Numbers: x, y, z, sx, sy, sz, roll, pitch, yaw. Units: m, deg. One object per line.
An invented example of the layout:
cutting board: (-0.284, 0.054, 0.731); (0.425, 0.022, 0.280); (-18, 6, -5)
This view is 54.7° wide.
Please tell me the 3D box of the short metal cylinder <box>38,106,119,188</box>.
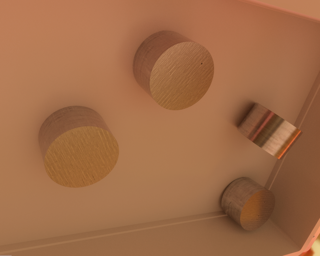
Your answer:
short metal cylinder: (-0.094, 0.021, 0.355); (0.081, 0.050, 0.079); (-14, 125, -21)

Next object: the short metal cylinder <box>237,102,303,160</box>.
short metal cylinder: (0.165, 0.004, 0.468); (0.080, 0.080, 0.050); (25, 105, -37)

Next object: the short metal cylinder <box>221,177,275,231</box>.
short metal cylinder: (0.159, 0.135, 0.557); (0.081, 0.050, 0.079); (-11, 113, -26)

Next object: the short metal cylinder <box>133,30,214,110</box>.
short metal cylinder: (0.015, -0.067, 0.361); (0.081, 0.050, 0.079); (-14, 125, -21)
